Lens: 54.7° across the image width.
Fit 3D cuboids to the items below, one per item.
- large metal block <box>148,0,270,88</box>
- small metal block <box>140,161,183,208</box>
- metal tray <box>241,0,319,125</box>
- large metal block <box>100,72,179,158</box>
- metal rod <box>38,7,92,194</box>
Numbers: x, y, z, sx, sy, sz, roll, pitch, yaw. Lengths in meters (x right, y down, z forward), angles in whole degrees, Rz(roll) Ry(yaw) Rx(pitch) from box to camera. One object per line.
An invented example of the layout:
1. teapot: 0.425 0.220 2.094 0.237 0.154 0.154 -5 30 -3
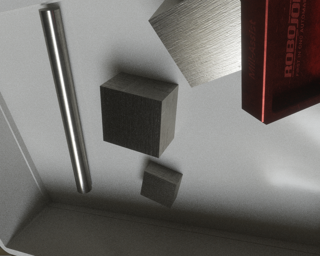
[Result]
1. large metal block: 0.050 -0.095 0.296 0.080 0.050 0.080 -17 123 34
2. small metal block: 0.002 0.084 0.458 0.050 0.025 0.050 22 127 14
3. metal tray: 0.113 -0.075 0.254 0.030 0.091 0.129 -131 25 -52
4. large metal block: -0.026 -0.018 0.394 0.080 0.050 0.079 16 125 19
5. metal rod: -0.135 -0.021 0.464 0.025 0.025 0.298 12 124 21
